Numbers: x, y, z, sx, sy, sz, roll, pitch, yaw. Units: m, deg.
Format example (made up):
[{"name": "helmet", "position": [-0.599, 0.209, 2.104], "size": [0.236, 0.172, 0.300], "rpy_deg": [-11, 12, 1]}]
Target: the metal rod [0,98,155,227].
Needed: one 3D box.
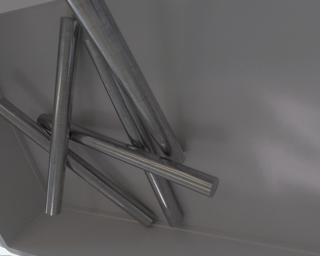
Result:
[{"name": "metal rod", "position": [-0.131, 0.059, 0.491], "size": [0.300, 0.025, 0.025], "rpy_deg": [40, 130, -8]}]

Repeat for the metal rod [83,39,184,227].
[{"name": "metal rod", "position": [-0.029, 0.017, 0.434], "size": [0.025, 0.025, 0.299], "rpy_deg": [-10, 114, 32]}]

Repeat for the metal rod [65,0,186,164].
[{"name": "metal rod", "position": [-0.023, -0.039, 0.308], "size": [0.025, 0.025, 0.299], "rpy_deg": [6, 150, 25]}]

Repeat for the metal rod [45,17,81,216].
[{"name": "metal rod", "position": [-0.141, -0.002, 0.441], "size": [0.025, 0.025, 0.298], "rpy_deg": [20, 114, 16]}]

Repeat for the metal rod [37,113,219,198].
[{"name": "metal rod", "position": [-0.063, 0.029, 0.431], "size": [0.300, 0.025, 0.025], "rpy_deg": [18, 126, 28]}]
